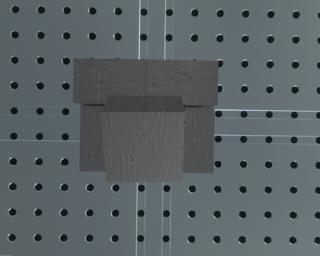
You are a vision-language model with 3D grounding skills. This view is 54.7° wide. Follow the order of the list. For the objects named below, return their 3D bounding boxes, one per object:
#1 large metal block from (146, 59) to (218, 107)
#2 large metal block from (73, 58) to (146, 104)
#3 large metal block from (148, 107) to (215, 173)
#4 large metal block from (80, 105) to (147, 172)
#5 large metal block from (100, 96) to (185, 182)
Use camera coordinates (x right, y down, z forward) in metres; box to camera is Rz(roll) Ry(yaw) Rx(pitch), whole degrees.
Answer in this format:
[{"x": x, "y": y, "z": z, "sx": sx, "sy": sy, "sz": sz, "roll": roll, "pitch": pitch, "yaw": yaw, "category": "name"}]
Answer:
[{"x": 0.024, "y": -0.051, "z": 0.385, "sx": 0.081, "sy": 0.080, "sz": 0.050, "roll": 1, "pitch": 90, "yaw": -1, "category": "large metal block"}, {"x": -0.056, "y": -0.052, "z": 0.384, "sx": 0.081, "sy": 0.080, "sz": 0.050, "roll": 1, "pitch": 90, "yaw": -1, "category": "large metal block"}, {"x": 0.025, "y": 0.014, "z": 0.399, "sx": 0.081, "sy": 0.050, "sz": 0.079, "roll": 1, "pitch": 90, "yaw": -1, "category": "large metal block"}, {"x": -0.056, "y": 0.013, "z": 0.398, "sx": 0.081, "sy": 0.050, "sz": 0.079, "roll": 1, "pitch": 90, "yaw": -1, "category": "large metal block"}, {"x": -0.017, "y": 0.011, "z": 0.334, "sx": 0.081, "sy": 0.050, "sz": 0.079, "roll": 0, "pitch": 114, "yaw": -1, "category": "large metal block"}]
